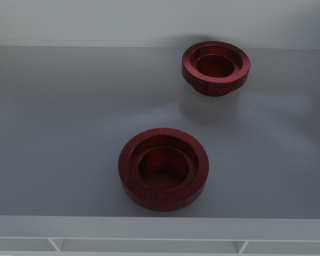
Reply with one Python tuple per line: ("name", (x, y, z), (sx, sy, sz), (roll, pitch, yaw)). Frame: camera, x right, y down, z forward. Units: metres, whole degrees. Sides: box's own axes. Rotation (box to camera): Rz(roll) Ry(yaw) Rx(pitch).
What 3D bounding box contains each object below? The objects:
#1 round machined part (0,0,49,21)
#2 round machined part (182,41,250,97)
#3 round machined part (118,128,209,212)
("round machined part", (-0.275, -0.255, 0.609), (0.099, 0.042, 0.098), (0, 50, 0))
("round machined part", (0.081, -0.085, 0.466), (0.099, 0.042, 0.098), (0, 50, 0))
("round machined part", (0.004, 0.050, 0.352), (0.099, 0.042, 0.098), (0, 50, 0))
